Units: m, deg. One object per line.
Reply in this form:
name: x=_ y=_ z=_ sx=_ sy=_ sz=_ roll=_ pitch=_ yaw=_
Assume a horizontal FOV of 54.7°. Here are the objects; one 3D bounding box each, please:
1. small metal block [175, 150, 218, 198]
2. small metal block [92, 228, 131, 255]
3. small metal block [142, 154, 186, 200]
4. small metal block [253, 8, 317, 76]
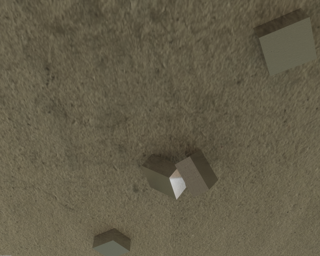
small metal block: x=0.052 y=0.062 z=0.431 sx=0.025 sy=0.050 sz=0.050 roll=-33 pitch=83 yaw=24
small metal block: x=-0.092 y=0.223 z=0.596 sx=0.050 sy=0.025 sz=0.050 roll=-28 pitch=125 yaw=21
small metal block: x=0.006 y=0.071 z=0.451 sx=0.050 sy=0.025 sz=0.050 roll=18 pitch=141 yaw=35
small metal block: x=0.134 y=-0.091 z=0.332 sx=0.050 sy=0.025 sz=0.050 roll=-20 pitch=128 yaw=16
